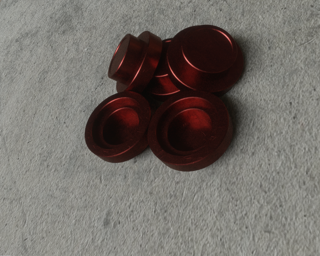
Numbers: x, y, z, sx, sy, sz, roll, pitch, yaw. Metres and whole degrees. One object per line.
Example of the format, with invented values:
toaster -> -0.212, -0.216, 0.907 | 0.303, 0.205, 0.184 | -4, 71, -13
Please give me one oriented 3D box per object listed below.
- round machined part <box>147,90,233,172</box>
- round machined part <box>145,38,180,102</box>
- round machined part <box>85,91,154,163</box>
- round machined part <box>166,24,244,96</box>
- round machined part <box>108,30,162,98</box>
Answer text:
round machined part -> 0.038, 0.007, 0.369 | 0.098, 0.042, 0.098 | -13, 56, 20
round machined part -> 0.015, -0.088, 0.438 | 0.098, 0.042, 0.098 | -13, 56, 20
round machined part -> -0.048, 0.002, 0.417 | 0.098, 0.042, 0.098 | -13, 56, 20
round machined part -> 0.058, -0.090, 0.390 | 0.099, 0.042, 0.098 | 2, 71, -5
round machined part -> -0.041, -0.094, 0.442 | 0.098, 0.042, 0.098 | -44, 33, 40
